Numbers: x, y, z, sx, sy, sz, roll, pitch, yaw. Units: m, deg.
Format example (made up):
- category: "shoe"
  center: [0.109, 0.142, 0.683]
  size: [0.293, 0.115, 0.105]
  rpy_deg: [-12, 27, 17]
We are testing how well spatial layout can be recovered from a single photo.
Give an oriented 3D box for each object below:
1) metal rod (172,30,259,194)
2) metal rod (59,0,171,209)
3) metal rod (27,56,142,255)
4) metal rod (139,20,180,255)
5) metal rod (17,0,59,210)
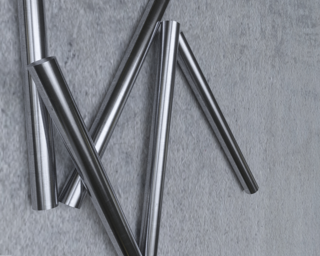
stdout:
- category: "metal rod"
  center: [0.090, -0.010, 0.482]
  size: [0.025, 0.025, 0.299]
  rpy_deg: [-46, 118, -30]
- category: "metal rod"
  center: [-0.044, -0.053, 0.369]
  size: [0.025, 0.025, 0.299]
  rpy_deg: [34, 69, -35]
- category: "metal rod"
  center: [-0.060, 0.072, 0.326]
  size: [0.025, 0.025, 0.298]
  rpy_deg: [-37, 122, -34]
- category: "metal rod"
  center: [-0.001, 0.014, 0.397]
  size: [0.025, 0.025, 0.298]
  rpy_deg: [7, 88, -40]
- category: "metal rod"
  center: [-0.122, -0.070, 0.303]
  size: [0.025, 0.025, 0.298]
  rpy_deg: [-5, 94, -40]
